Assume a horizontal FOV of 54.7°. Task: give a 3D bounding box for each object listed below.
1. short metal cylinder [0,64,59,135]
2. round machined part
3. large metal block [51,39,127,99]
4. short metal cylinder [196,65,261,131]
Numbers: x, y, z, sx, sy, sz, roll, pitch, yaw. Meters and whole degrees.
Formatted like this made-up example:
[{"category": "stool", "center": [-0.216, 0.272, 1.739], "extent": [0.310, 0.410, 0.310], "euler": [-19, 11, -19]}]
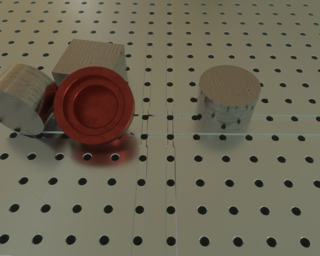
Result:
[{"category": "short metal cylinder", "center": [-0.175, -0.035, 0.400], "extent": [0.080, 0.080, 0.050], "euler": [13, 51, 10]}, {"category": "round machined part", "center": [-0.081, -0.026, 0.399], "extent": [0.099, 0.042, 0.097], "euler": [0, 83, 1]}, {"category": "large metal block", "center": [-0.101, -0.085, 0.462], "extent": [0.080, 0.050, 0.080], "euler": [8, 51, 7]}, {"category": "short metal cylinder", "center": [0.092, -0.042, 0.427], "extent": [0.080, 0.050, 0.080], "euler": [0, 50, 0]}]
